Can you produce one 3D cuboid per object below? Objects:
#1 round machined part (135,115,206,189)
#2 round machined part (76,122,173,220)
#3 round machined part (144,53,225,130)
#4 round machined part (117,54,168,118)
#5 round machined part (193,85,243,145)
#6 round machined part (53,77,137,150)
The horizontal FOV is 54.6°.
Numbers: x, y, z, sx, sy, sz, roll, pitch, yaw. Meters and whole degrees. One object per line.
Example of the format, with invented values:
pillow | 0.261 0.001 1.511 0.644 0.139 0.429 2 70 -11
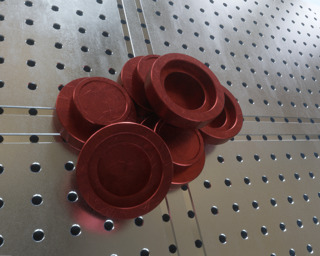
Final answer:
round machined part | 0.016 0.023 0.390 0.099 0.042 0.098 13 56 -21
round machined part | -0.039 0.044 0.332 0.099 0.042 0.098 1 84 -14
round machined part | 0.026 -0.040 0.380 0.099 0.042 0.098 13 56 -21
round machined part | -0.007 -0.063 0.432 0.099 0.042 0.098 13 56 -21
round machined part | 0.065 -0.019 0.443 0.099 0.042 0.098 13 56 -21
round machined part | -0.073 -0.022 0.371 0.099 0.042 0.098 13 56 -21
